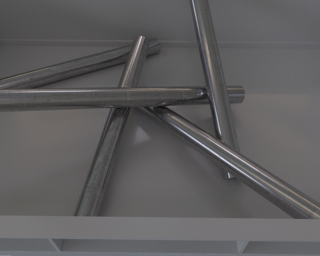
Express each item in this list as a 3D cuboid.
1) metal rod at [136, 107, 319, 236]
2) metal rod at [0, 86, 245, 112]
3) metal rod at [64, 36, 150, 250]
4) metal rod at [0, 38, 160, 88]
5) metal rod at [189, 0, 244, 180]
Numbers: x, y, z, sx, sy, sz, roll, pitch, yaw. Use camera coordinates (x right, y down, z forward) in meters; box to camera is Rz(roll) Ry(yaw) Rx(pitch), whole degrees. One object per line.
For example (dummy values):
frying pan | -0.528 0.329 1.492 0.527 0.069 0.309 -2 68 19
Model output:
metal rod | 0.058 0.022 0.355 0.025 0.025 0.300 -34 48 -25
metal rod | -0.032 -0.038 0.381 0.302 0.025 0.025 -3 49 -19
metal rod | -0.055 -0.006 0.387 0.025 0.025 0.300 8 57 7
metal rod | -0.142 -0.091 0.480 0.302 0.025 0.025 -19 53 -16
metal rod | 0.066 -0.084 0.399 0.025 0.025 0.299 -7 74 -6
